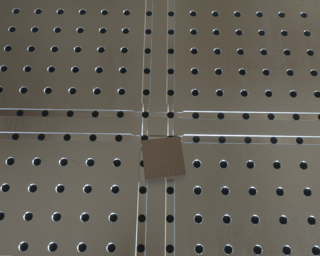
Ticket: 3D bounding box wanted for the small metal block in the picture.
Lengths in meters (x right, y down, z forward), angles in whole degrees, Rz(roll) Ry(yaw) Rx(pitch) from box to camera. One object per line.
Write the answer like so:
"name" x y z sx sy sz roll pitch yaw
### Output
"small metal block" 0.004 0.040 0.397 0.050 0.025 0.050 -6 70 -2
